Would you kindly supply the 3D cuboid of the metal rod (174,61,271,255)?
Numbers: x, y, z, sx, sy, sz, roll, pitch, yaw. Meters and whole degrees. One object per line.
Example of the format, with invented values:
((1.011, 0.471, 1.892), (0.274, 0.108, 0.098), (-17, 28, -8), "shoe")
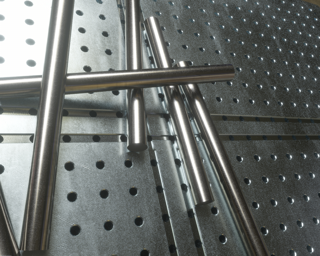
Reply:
((0.079, 0.035, 0.428), (0.025, 0.025, 0.299), (-6, 65, -31), "metal rod")

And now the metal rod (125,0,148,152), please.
((-0.038, -0.106, 0.451), (0.025, 0.025, 0.299), (10, 58, -23), "metal rod")

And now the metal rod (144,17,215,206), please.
((0.020, -0.039, 0.442), (0.025, 0.025, 0.299), (-1, 62, -28), "metal rod")

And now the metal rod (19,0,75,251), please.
((-0.114, -0.032, 0.328), (0.025, 0.025, 0.299), (8, 69, -24), "metal rod")

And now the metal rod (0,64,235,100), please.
((-0.039, -0.061, 0.394), (0.302, 0.025, 0.025), (-8, 65, -21), "metal rod")

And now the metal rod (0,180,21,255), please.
((-0.190, -0.007, 0.309), (0.025, 0.025, 0.299), (-13, 69, -33), "metal rod")
